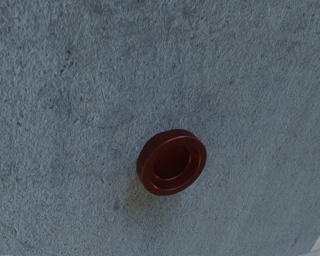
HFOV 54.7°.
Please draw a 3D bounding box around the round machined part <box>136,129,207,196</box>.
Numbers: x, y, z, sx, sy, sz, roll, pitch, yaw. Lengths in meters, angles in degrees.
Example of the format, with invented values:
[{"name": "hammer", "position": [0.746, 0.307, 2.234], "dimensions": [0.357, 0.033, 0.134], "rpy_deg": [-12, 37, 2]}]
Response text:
[{"name": "round machined part", "position": [0.012, 0.043, 0.432], "dimensions": [0.099, 0.042, 0.097], "rpy_deg": [-14, 125, -21]}]
